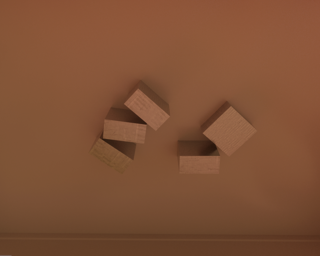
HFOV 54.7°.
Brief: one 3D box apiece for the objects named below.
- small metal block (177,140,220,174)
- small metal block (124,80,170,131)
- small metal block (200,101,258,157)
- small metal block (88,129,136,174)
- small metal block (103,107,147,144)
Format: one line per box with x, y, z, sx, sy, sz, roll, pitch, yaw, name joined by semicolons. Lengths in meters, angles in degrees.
0.050;0.038;0.412;0.050;0.050;0.025;0;110;0;small metal block
-0.015;-0.030;0.387;0.050;0.050;0.025;41;105;-14;small metal block
0.091;0.001;0.412;0.050;0.025;0.050;41;105;-14;small metal block
-0.061;0.027;0.407;0.050;0.050;0.025;35;106;-12;small metal block
-0.043;-0.004;0.396;0.050;0.050;0.025;8;110;-3;small metal block
